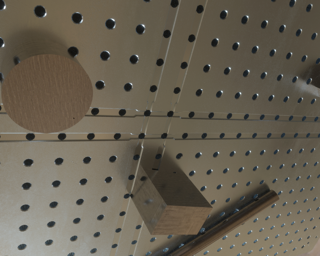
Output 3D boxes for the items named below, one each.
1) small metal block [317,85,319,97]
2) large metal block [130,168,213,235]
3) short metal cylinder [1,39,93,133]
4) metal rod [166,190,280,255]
[{"bbox_3d":[0.305,-0.066,0.520,0.050,0.050,0.025,-39,129,-2],"label":"small metal block"},{"bbox_3d":[0.014,0.107,0.449,0.081,0.080,0.050,13,112,-34],"label":"large metal block"},{"bbox_3d":[-0.113,-0.042,0.308,0.081,0.050,0.079,-14,124,-21],"label":"short metal cylinder"},{"bbox_3d":[0.100,0.205,0.591,0.302,0.025,0.025,-28,128,-10],"label":"metal rod"}]
